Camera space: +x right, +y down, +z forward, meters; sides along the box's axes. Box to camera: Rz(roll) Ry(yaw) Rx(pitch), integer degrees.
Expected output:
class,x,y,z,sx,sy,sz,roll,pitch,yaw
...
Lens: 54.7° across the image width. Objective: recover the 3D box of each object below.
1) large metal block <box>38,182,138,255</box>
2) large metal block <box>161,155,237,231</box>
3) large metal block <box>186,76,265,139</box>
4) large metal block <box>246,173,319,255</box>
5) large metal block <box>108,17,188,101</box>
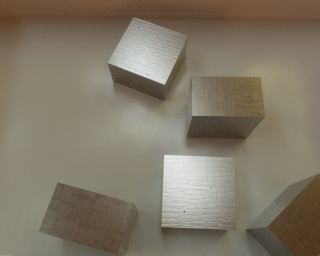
class,x,y,z,sx,sy,sz,roll,pitch,yaw
large metal block,-0.072,0.101,0.343,0.080,0.080,0.050,14,71,5
large metal block,0.043,0.078,0.368,0.080,0.050,0.080,2,70,1
large metal block,0.077,-0.023,0.389,0.080,0.080,0.050,1,70,0
large metal block,0.152,0.103,0.344,0.080,0.080,0.050,-40,75,-13
large metal block,-0.015,-0.095,0.431,0.080,0.050,0.080,22,71,8
